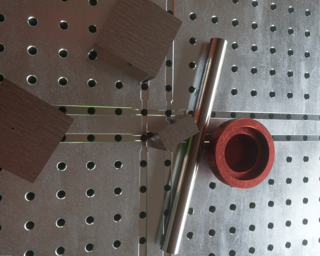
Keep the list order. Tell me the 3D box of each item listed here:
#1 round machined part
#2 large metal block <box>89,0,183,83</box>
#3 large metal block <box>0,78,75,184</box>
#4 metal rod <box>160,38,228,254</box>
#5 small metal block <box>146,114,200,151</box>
[{"bbox_3d":[0.111,0.035,0.445,0.099,0.042,0.097,0,90,-20],"label":"round machined part"},{"bbox_3d":[-0.031,-0.113,0.388,0.080,0.050,0.080,28,81,-18],"label":"large metal block"},{"bbox_3d":[-0.154,0.004,0.343,0.080,0.050,0.080,33,79,-17],"label":"large metal block"},{"bbox_3d":[0.048,0.021,0.430,0.025,0.025,0.299,16,85,-20],"label":"metal rod"},{"bbox_3d":[0.015,0.005,0.405,0.050,0.050,0.025,-29,100,-18],"label":"small metal block"}]
